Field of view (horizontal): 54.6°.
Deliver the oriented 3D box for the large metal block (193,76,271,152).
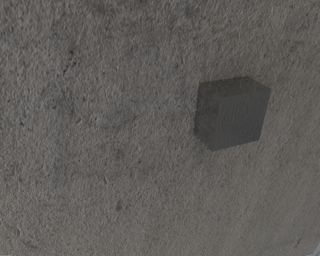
[{"bbox_3d":[0.097,-0.021,0.430,0.081,0.050,0.079,-11,123,-22],"label":"large metal block"}]
